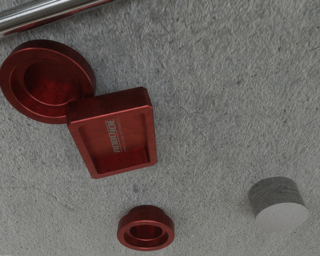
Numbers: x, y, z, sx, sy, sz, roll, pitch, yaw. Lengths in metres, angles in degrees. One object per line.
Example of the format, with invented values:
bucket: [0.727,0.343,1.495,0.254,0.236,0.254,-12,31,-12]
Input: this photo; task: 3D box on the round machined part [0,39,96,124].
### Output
round machined part: [-0.121,-0.054,0.348,0.099,0.042,0.097,-1,130,0]

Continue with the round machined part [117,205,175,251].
round machined part: [-0.024,0.172,0.542,0.099,0.042,0.097,-1,130,0]

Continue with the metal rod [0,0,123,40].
metal rod: [-0.095,-0.120,0.303,0.301,0.025,0.025,-13,129,10]

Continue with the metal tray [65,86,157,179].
metal tray: [-0.053,0.012,0.379,0.091,0.030,0.129,-13,145,-7]

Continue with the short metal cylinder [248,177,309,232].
short metal cylinder: [0.189,0.124,0.499,0.081,0.050,0.079,0,130,0]
